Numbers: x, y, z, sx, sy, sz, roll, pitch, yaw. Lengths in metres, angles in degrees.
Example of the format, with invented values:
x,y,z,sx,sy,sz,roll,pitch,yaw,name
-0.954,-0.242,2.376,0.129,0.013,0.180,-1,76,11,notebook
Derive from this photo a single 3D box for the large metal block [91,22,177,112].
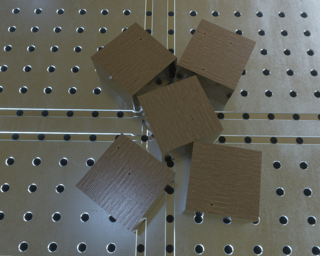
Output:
x,y,z,sx,sy,sz,roll,pitch,yaw,name
-0.034,-0.084,0.429,0.080,0.050,0.080,-42,75,-13,large metal block

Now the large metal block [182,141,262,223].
x,y,z,sx,sy,sz,roll,pitch,yaw,name
0.073,0.067,0.374,0.080,0.050,0.080,9,70,2,large metal block

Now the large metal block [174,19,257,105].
x,y,z,sx,sy,sz,roll,pitch,yaw,name
0.075,-0.091,0.431,0.080,0.050,0.080,25,72,6,large metal block

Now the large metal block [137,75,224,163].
x,y,z,sx,sy,sz,roll,pitch,yaw,name
0.024,-0.010,0.402,0.080,0.050,0.080,-21,72,-8,large metal block

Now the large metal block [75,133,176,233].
x,y,z,sx,sy,sz,roll,pitch,yaw,name
-0.038,0.067,0.372,0.080,0.050,0.080,36,74,12,large metal block
